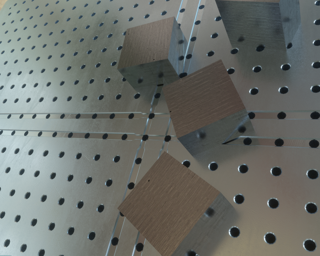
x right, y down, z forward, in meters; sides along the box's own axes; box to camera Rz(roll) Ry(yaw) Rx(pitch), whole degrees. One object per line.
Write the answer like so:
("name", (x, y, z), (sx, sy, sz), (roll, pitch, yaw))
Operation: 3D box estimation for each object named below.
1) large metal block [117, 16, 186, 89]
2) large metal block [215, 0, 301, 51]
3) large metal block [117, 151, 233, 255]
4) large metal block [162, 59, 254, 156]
("large metal block", (-0.010, -0.112, 0.467), (0.080, 0.050, 0.080), (-6, 59, 25))
("large metal block", (0.128, -0.150, 0.398), (0.080, 0.080, 0.050), (20, 72, 35))
("large metal block", (0.016, 0.085, 0.332), (0.080, 0.050, 0.080), (34, 81, 38))
("large metal block", (0.057, -0.024, 0.378), (0.080, 0.050, 0.080), (-25, 53, 13))
